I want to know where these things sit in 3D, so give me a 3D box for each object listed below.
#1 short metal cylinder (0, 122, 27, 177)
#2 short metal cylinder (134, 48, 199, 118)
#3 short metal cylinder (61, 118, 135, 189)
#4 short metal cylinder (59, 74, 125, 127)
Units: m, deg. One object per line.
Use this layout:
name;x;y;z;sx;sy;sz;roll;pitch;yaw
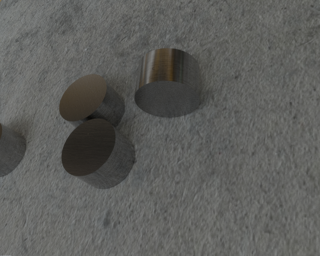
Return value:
short metal cylinder;-0.269;0.034;0.505;0.080;0.050;0.080;-13;56;20
short metal cylinder;0.010;-0.055;0.396;0.080;0.080;0.050;-10;58;23
short metal cylinder;-0.080;0.034;0.407;0.080;0.050;0.080;-13;56;20
short metal cylinder;-0.100;-0.032;0.458;0.080;0.050;0.080;-13;56;20
